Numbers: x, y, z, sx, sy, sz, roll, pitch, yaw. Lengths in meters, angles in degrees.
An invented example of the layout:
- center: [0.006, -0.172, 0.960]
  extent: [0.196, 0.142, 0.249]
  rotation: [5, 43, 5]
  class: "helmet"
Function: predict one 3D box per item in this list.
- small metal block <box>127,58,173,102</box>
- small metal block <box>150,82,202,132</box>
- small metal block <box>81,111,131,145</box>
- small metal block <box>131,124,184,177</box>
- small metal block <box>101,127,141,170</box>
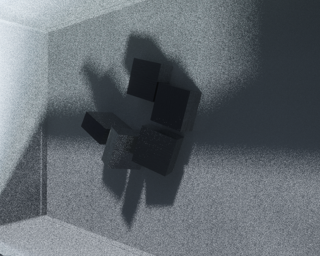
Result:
- center: [-0.014, -0.064, 0.419]
  extent: [0.050, 0.025, 0.050]
  rotation: [21, 103, 38]
  class: "small metal block"
- center: [0.020, -0.027, 0.391]
  extent: [0.050, 0.025, 0.050]
  rotation: [22, 104, 38]
  class: "small metal block"
- center: [-0.078, -0.001, 0.455]
  extent: [0.050, 0.050, 0.025]
  rotation: [37, 113, 33]
  class: "small metal block"
- center: [-0.003, 0.027, 0.401]
  extent: [0.050, 0.025, 0.050]
  rotation: [22, 105, 20]
  class: "small metal block"
- center: [-0.046, 0.028, 0.426]
  extent: [0.025, 0.050, 0.050]
  rotation: [40, 116, 51]
  class: "small metal block"
